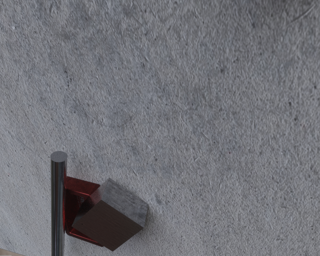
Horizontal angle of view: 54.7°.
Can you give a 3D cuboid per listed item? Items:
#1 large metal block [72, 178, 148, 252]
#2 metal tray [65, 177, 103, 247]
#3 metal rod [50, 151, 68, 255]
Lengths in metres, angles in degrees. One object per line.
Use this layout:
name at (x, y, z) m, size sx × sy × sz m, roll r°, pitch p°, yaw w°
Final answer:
large metal block at (-0.078, 0.140, 0.496) m, size 0.080 × 0.050 × 0.080 m, roll 39°, pitch 116°, yaw -16°
metal tray at (-0.143, 0.155, 0.574) m, size 0.090 × 0.030 × 0.129 m, roll 9°, pitch 122°, yaw 23°
metal rod at (-0.185, 0.160, 0.563) m, size 0.025 × 0.025 × 0.298 m, roll 24°, pitch 127°, yaw 13°
